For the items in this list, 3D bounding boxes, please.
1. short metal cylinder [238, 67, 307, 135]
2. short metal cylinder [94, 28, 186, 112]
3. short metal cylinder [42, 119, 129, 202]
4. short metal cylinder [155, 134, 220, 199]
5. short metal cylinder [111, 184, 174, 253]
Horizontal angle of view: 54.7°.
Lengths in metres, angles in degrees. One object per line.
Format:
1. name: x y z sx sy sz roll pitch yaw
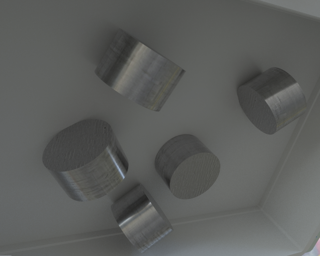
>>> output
1. short metal cylinder: 0.155 -0.038 0.434 0.050 0.080 0.080 -32 129 -8
2. short metal cylinder: -0.020 -0.060 0.325 0.080 0.080 0.050 24 105 -37
3. short metal cylinder: -0.082 0.035 0.350 0.080 0.080 0.050 -29 128 -10
4. short metal cylinder: 0.039 0.056 0.448 0.081 0.050 0.079 -14 124 -21
5. short metal cylinder: -0.025 0.126 0.438 0.050 0.080 0.080 -36 129 -4
